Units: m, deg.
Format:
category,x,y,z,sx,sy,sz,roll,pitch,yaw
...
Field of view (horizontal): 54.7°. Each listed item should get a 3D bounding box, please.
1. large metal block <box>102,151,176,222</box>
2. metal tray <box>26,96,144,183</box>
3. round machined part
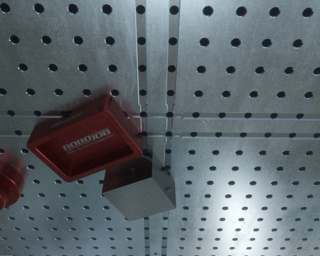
category,x,y,z,sx,sy,sz,roll,pitch,yaw
large metal block,-0.029,0.091,0.472,0.080,0.050,0.080,-20,127,16
metal tray,-0.100,0.020,0.424,0.130,0.030,0.090,-22,127,17
round machined part,-0.268,0.095,0.479,0.099,0.042,0.097,0,130,0
